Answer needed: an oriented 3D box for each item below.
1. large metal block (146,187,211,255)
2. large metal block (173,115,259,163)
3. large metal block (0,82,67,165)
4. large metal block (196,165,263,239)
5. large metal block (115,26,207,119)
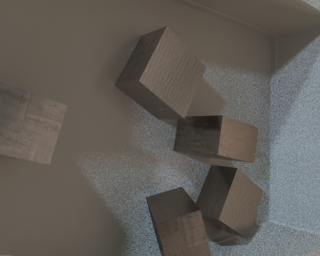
[{"bbox_3d":[0.022,0.128,0.379,0.050,0.080,0.080,-15,100,-9],"label":"large metal block"},{"bbox_3d":[0.079,0.016,0.436,0.081,0.080,0.050,15,81,-39],"label":"large metal block"},{"bbox_3d":[-0.137,-0.006,0.256,0.080,0.080,0.050,21,77,-38],"label":"large metal block"},{"bbox_3d":[0.107,0.113,0.480,0.080,0.050,0.080,39,66,-33],"label":"large metal block"},{"bbox_3d":[0.003,-0.066,0.393,0.080,0.050,0.080,37,67,-34],"label":"large metal block"}]
